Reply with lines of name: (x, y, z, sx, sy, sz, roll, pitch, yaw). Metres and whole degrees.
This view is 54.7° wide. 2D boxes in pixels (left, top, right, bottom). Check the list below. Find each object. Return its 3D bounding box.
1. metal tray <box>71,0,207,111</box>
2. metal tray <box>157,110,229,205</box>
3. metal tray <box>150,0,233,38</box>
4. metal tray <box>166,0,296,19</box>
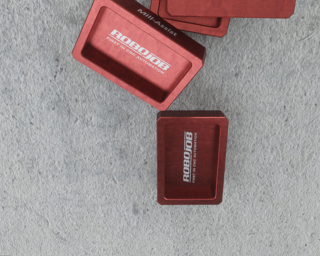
metal tray: (-0.025, -0.086, 0.356, 0.130, 0.030, 0.089, 31, 132, -11)
metal tray: (0.041, 0.042, 0.422, 0.091, 0.030, 0.129, 0, 110, 0)
metal tray: (0.041, -0.174, 0.343, 0.091, 0.030, 0.129, 9, 110, -4)
metal tray: (0.073, -0.160, 0.316, 0.131, 0.030, 0.089, 1, 110, -1)
